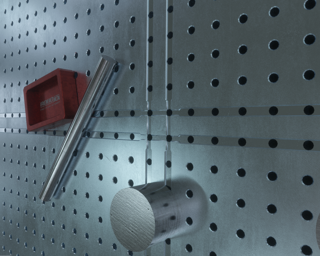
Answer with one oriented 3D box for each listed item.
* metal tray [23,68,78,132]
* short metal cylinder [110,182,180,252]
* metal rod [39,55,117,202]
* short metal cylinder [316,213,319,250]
[{"bbox_3d":[-0.205,-0.048,0.575,0.130,0.030,0.090,-14,81,39],"label":"metal tray"},{"bbox_3d":[-0.020,0.115,0.410,0.080,0.050,0.080,0,90,40],"label":"short metal cylinder"},{"bbox_3d":[-0.148,0.013,0.531,0.025,0.025,0.298,45,117,30],"label":"metal rod"},{"bbox_3d":[0.175,0.085,0.248,0.080,0.050,0.080,0,90,40],"label":"short metal cylinder"}]
